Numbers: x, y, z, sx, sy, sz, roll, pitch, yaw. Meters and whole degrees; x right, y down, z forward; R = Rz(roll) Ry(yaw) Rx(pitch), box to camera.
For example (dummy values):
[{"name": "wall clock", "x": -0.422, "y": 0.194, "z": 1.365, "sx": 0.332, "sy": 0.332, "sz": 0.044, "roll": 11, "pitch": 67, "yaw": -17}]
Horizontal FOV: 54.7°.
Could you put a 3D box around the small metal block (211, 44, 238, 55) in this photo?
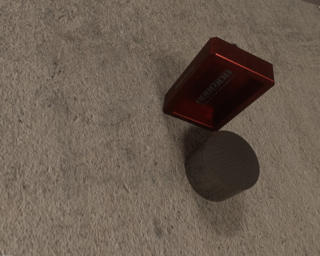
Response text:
[{"name": "small metal block", "x": 0.119, "y": -0.121, "z": 0.544, "sx": 0.050, "sy": 0.025, "sz": 0.050, "roll": -9, "pitch": 66, "yaw": -32}]

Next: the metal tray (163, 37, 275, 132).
[{"name": "metal tray", "x": 0.072, "y": -0.049, "z": 0.407, "sx": 0.091, "sy": 0.129, "sz": 0.030, "roll": 20, "pitch": 54, "yaw": -17}]

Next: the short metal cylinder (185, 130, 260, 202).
[{"name": "short metal cylinder", "x": 0.080, "y": 0.050, "z": 0.403, "sx": 0.081, "sy": 0.050, "sz": 0.080, "roll": 14, "pitch": 56, "yaw": -21}]
